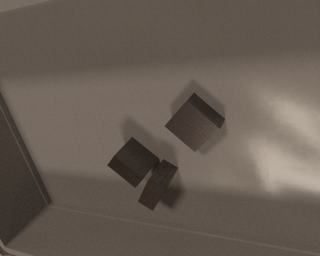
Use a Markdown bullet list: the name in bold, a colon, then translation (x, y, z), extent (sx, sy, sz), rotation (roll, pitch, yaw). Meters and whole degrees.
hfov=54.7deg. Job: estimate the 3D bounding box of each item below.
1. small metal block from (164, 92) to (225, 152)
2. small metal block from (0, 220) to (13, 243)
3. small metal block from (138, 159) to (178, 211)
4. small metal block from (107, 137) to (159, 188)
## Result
- **small metal block**: translation (0.042, -0.006, 0.381), extent (0.050, 0.025, 0.050), rotation (41, 129, 0)
- **small metal block**: translation (-0.410, 0.261, 0.784), extent (0.050, 0.025, 0.050), rotation (-7, 115, 31)
- **small metal block**: translation (-0.003, 0.081, 0.443), extent (0.025, 0.050, 0.050), rotation (30, 128, 9)
- **small metal block**: translation (-0.037, 0.048, 0.440), extent (0.050, 0.050, 0.025), rotation (39, 129, 1)
